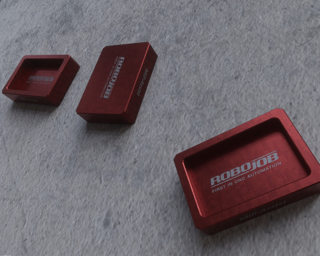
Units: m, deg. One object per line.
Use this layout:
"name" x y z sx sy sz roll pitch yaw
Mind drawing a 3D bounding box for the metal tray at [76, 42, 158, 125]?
"metal tray" -0.065 -0.070 0.476 0.090 0.030 0.130 3 63 29

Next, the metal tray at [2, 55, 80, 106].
"metal tray" -0.219 -0.090 0.567 0.130 0.030 0.090 8 65 31

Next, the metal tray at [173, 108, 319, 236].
"metal tray" 0.088 0.045 0.325 0.130 0.030 0.090 -26 53 11
